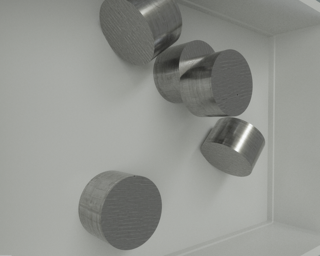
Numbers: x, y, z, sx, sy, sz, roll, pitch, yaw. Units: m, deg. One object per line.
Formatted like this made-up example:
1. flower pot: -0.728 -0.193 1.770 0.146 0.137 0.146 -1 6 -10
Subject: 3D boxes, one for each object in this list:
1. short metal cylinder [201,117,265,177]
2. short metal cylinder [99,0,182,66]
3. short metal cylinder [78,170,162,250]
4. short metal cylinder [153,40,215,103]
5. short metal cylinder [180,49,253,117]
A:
1. short metal cylinder: 0.109 0.029 0.465 0.080 0.080 0.050 50 60 -29
2. short metal cylinder: -0.022 -0.119 0.354 0.050 0.080 0.080 -44 117 -31
3. short metal cylinder: -0.045 0.091 0.355 0.081 0.050 0.079 0 90 -40
4. short metal cylinder: 0.038 -0.075 0.424 0.081 0.050 0.079 0 90 -40
5. short metal cylinder: 0.071 -0.054 0.387 0.081 0.050 0.079 0 91 -40
